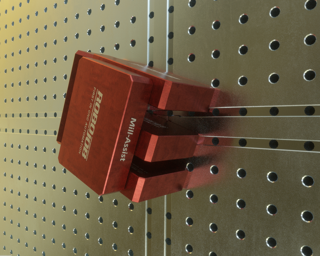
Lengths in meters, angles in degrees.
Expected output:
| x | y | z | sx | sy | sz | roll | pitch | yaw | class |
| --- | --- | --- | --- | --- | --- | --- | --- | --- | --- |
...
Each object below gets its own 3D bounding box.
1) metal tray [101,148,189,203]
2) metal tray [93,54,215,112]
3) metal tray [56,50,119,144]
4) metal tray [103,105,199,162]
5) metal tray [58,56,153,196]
| x | y | z | sx | sy | sz | roll | pitch | yaw | class |
| --- | --- | --- | --- | --- | --- | --- | --- | --- | --- |
| -0.041 | 0.044 | 0.401 | 0.130 | 0.091 | 0.030 | 27 | 107 | 36 | metal tray |
| -0.012 | -0.055 | 0.376 | 0.130 | 0.091 | 0.030 | 27 | 107 | 37 | metal tray |
| -0.096 | -0.040 | 0.444 | 0.030 | 0.090 | 0.129 | 20 | 104 | 16 | metal tray |
| -0.028 | 0.000 | 0.390 | 0.130 | 0.091 | 0.030 | 25 | 105 | 36 | metal tray |
| -0.064 | -0.004 | 0.342 | 0.090 | 0.030 | 0.129 | 26 | 107 | 37 | metal tray |
